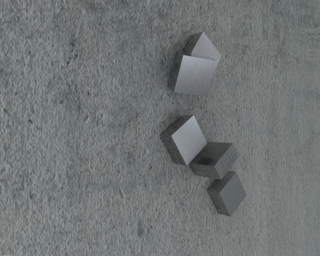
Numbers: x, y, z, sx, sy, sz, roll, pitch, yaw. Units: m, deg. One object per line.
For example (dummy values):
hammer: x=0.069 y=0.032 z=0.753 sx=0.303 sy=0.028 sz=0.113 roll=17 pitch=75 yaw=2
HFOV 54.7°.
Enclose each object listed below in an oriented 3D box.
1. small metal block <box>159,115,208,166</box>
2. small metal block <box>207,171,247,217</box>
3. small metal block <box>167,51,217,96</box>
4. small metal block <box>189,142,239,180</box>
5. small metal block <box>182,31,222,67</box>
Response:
small metal block: x=0.033 y=0.016 z=0.432 sx=0.050 sy=0.025 sz=0.050 roll=-42 pitch=115 yaw=-32
small metal block: x=0.107 y=0.104 z=0.495 sx=0.050 sy=0.025 sz=0.050 roll=-41 pitch=115 yaw=-32
small metal block: x=0.043 y=-0.073 z=0.419 sx=0.050 sy=0.025 sz=0.050 roll=4 pitch=114 yaw=-23
small metal block: x=0.078 y=0.046 z=0.454 sx=0.050 sy=0.050 sz=0.025 roll=-44 pitch=117 yaw=-31
small metal block: x=0.058 y=-0.103 z=0.453 sx=0.050 sy=0.025 sz=0.050 roll=42 pitch=65 yaw=-32
